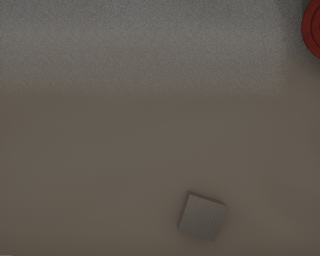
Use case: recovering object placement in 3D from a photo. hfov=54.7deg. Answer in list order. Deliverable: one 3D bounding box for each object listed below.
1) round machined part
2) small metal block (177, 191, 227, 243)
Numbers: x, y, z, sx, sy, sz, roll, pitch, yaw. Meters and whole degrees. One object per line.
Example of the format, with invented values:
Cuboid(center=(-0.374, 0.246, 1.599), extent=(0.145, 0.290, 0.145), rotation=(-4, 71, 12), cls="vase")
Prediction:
Cuboid(center=(0.234, -0.132, 0.392), extent=(0.098, 0.042, 0.097), rotation=(7, 106, 27), cls="round machined part")
Cuboid(center=(0.055, 0.117, 0.412), extent=(0.050, 0.025, 0.050), rotation=(18, 90, -1), cls="small metal block")
